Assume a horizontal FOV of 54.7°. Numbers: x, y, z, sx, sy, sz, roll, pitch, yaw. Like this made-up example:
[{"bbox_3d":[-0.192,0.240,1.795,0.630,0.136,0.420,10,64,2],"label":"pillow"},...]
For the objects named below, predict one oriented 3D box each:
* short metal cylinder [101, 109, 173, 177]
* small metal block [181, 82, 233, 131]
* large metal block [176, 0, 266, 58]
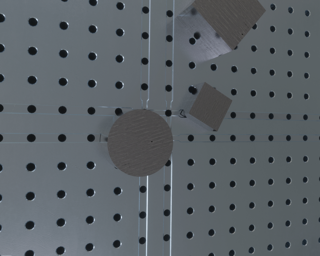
[{"bbox_3d":[-0.030,0.017,0.388,0.081,0.050,0.079,0,90,-20],"label":"short metal cylinder"},{"bbox_3d":[0.066,-0.029,0.437,0.050,0.025,0.050,31,80,-18],"label":"small metal block"},{"bbox_3d":[0.084,-0.158,0.430,0.080,0.050,0.080,43,76,-15],"label":"large metal block"}]
